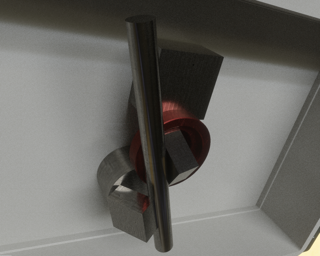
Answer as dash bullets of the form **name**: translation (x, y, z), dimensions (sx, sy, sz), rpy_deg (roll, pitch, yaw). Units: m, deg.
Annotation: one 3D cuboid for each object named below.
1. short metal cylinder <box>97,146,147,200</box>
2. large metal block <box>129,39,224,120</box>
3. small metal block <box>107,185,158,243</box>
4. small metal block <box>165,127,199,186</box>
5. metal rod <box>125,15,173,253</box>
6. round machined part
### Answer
- **short metal cylinder**: translation (-0.038, 0.071, 0.416), dimensions (0.081, 0.050, 0.079), rpy_deg (-14, 125, -21)
- **large metal block**: translation (0.017, -0.057, 0.365), dimensions (0.081, 0.050, 0.079), rpy_deg (0, 119, -29)
- **small metal block**: translation (-0.032, 0.102, 0.370), dimensions (0.025, 0.050, 0.050), rpy_deg (-44, 139, -44)
- **small metal block**: translation (0.015, 0.034, 0.359), dimensions (0.025, 0.050, 0.050), rpy_deg (-19, 161, -22)
- **metal rod**: translation (-0.005, 0.034, 0.336), dimensions (0.025, 0.025, 0.298), rpy_deg (-18, 126, -19)
- **round machined part**: translation (0.009, 0.021, 0.377), dimensions (0.099, 0.042, 0.097), rpy_deg (-14, 125, -21)
